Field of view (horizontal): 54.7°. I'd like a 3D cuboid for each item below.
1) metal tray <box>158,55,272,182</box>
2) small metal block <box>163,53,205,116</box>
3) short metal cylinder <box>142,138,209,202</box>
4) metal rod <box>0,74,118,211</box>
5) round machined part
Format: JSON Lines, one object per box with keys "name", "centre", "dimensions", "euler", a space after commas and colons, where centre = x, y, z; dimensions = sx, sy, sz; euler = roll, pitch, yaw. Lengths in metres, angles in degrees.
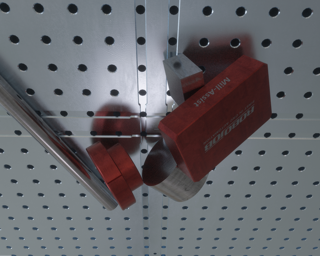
{"name": "metal tray", "centre": [0.068, -0.009, 0.349], "dimensions": [0.130, 0.030, 0.090], "euler": [-39, 137, -12]}
{"name": "small metal block", "centre": [0.028, -0.049, 0.350], "dimensions": [0.025, 0.050, 0.050], "euler": [-23, 130, -9]}
{"name": "short metal cylinder", "centre": [0.021, 0.053, 0.421], "dimensions": [0.050, 0.080, 0.080], "euler": [35, 122, -26]}
{"name": "metal rod", "centre": [-0.146, 0.026, 0.432], "dimensions": [0.025, 0.025, 0.299], "euler": [-21, 128, 16]}
{"name": "round machined part", "centre": [-0.058, 0.059, 0.423], "dimensions": [0.042, 0.098, 0.098], "euler": [-31, 130, -15]}
